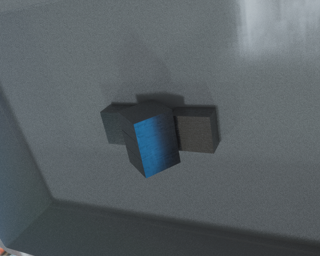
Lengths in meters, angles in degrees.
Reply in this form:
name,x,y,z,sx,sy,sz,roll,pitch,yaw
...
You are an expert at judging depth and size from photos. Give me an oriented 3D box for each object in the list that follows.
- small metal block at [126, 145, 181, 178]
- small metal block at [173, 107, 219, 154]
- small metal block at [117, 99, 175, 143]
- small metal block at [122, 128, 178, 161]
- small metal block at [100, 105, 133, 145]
name,x,y,z,sx,sy,sz,roll,pitch,yaw
small metal block,-0.009,0.034,0.402,0.050,0.050,0.025,33,140,55
small metal block,0.044,0.002,0.384,0.050,0.025,0.050,3,120,26
small metal block,-0.017,-0.010,0.379,0.050,0.050,0.025,34,140,55
small metal block,-0.013,0.012,0.391,0.050,0.050,0.025,33,140,55
small metal block,-0.049,-0.004,0.428,0.050,0.025,0.050,4,120,26
